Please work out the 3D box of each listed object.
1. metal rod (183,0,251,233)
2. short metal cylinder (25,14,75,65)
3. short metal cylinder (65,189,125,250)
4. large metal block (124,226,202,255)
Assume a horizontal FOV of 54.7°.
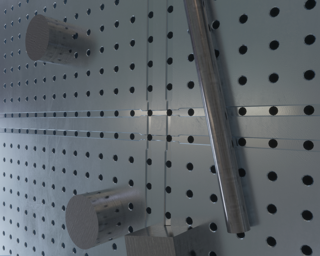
[{"bbox_3d":[0.061,-0.034,0.358,0.025,0.025,0.298,-16,80,39],"label":"metal rod"},{"bbox_3d":[-0.198,-0.157,0.557,0.080,0.050,0.080,0,90,40],"label":"short metal cylinder"},{"bbox_3d":[-0.100,0.138,0.476,0.080,0.050,0.080,0,90,40],"label":"short metal cylinder"},{"bbox_3d":[0.007,0.170,0.388,0.080,0.050,0.080,-14,81,39],"label":"large metal block"}]
